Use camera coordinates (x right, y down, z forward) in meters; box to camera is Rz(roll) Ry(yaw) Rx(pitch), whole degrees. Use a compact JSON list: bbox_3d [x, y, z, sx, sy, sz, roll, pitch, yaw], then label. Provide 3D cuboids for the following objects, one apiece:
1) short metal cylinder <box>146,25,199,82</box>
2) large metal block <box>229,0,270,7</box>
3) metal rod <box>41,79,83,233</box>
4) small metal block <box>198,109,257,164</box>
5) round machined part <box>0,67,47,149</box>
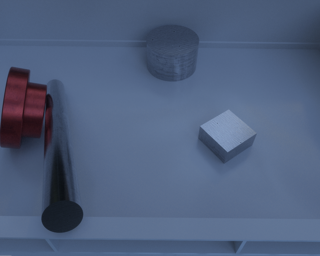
[{"bbox_3d":[0.019,-0.119,0.489,0.081,0.050,0.080,0,50,0],"label":"short metal cylinder"},{"bbox_3d":[0.185,-0.297,0.643,0.080,0.050,0.080,3,50,2],"label":"large metal block"},{"bbox_3d":[-0.108,-0.002,0.325,0.025,0.025,0.300,-15,27,-13],"label":"metal rod"},{"bbox_3d":[0.086,0.010,0.398,0.050,0.025,0.050,-29,56,-23],"label":"small metal block"},{"bbox_3d":[-0.165,-0.023,0.380,0.042,0.097,0.098,7,47,-22],"label":"round machined part"}]
